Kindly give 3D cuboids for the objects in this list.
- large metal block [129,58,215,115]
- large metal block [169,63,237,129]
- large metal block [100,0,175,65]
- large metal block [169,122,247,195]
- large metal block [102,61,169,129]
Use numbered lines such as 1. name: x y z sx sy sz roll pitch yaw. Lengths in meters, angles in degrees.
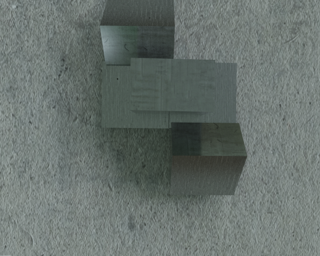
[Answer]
1. large metal block: 0.012 -0.041 0.334 0.081 0.080 0.050 1 90 -1
2. large metal block: 0.052 -0.039 0.398 0.081 0.050 0.079 1 90 -1
3. large metal block: -0.024 -0.121 0.377 0.081 0.050 0.080 1 46 0
4. large metal block: 0.053 0.039 0.378 0.081 0.079 0.050 0 46 -1
5. large metal block: -0.029 -0.040 0.397 0.081 0.050 0.079 1 90 -1
